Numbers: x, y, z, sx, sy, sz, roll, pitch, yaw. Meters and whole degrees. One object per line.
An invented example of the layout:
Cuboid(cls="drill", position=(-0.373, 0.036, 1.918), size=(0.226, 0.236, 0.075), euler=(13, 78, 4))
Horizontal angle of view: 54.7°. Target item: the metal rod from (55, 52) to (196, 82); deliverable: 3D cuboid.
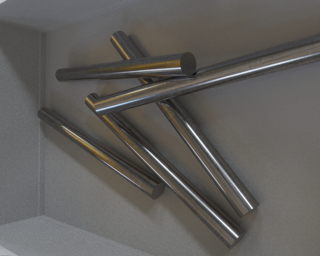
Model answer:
Cuboid(cls="metal rod", position=(-0.071, -0.080, 0.436), size=(0.300, 0.025, 0.025), euler=(7, 95, 47))

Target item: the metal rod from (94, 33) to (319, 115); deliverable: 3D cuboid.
Cuboid(cls="metal rod", position=(0.045, -0.054, 0.345), size=(0.300, 0.025, 0.025), euler=(-11, 83, 32))

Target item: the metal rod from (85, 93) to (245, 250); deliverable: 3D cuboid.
Cuboid(cls="metal rod", position=(-0.012, 0.039, 0.414), size=(0.300, 0.025, 0.025), euler=(41, 115, 32))

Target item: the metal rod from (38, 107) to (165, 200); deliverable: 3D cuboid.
Cuboid(cls="metal rod", position=(-0.110, 0.028, 0.495), size=(0.300, 0.025, 0.025), euler=(27, 107, 36))

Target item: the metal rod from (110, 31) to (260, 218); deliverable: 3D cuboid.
Cuboid(cls="metal rod", position=(0.017, -0.022, 0.391), size=(0.025, 0.025, 0.299), euler=(-50, 61, 28))
